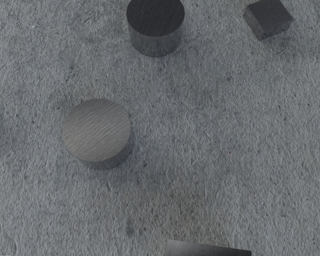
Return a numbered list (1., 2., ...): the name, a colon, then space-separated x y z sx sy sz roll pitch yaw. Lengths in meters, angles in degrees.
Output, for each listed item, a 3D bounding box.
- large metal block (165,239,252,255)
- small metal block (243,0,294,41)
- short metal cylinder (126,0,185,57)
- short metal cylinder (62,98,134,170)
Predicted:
1. large metal block: 0.044 0.148 0.325 0.080 0.080 0.050 7 70 2
2. small metal block: 0.163 -0.167 0.471 0.050 0.025 0.050 -23 72 -8
3. short metal cylinder: -0.006 -0.151 0.450 0.081 0.050 0.080 0 70 0
4. short metal cylinder: -0.075 0.009 0.391 0.081 0.050 0.080 0 70 0
